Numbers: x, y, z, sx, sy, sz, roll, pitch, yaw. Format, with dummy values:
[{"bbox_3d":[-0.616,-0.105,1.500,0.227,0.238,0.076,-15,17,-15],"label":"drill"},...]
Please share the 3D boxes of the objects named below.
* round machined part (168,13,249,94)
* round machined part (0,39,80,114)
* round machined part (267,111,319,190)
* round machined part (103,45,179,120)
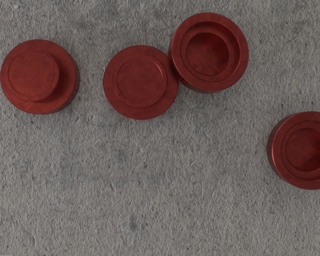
[{"bbox_3d":[0.058,-0.092,0.396,0.099,0.042,0.097,1,86,-10],"label":"round machined part"},{"bbox_3d":[-0.158,-0.067,0.400,0.099,0.042,0.097,0,90,0],"label":"round machined part"},{"bbox_3d":[0.187,0.028,0.403,0.099,0.042,0.097,0,90,0],"label":"round machined part"},{"bbox_3d":[-0.025,-0.059,0.401,0.099,0.042,0.097,0,90,0],"label":"round machined part"}]
